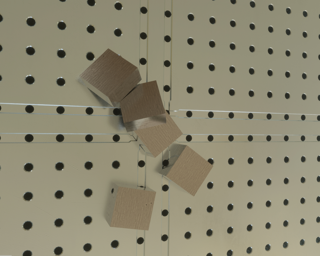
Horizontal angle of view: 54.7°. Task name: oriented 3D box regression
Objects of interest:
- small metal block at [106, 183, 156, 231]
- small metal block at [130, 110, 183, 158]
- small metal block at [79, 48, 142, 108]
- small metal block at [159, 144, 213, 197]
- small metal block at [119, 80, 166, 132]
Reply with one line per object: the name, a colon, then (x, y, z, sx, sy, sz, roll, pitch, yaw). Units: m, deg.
small metal block: (-0.037, 0.101, 0.400, 0.050, 0.025, 0.050, 13, 86, -20)
small metal block: (-0.007, 0.004, 0.411, 0.050, 0.025, 0.050, -40, 103, -16)
small metal block: (-0.060, -0.062, 0.378, 0.050, 0.025, 0.050, 36, 75, 22)
small metal block: (0.037, 0.058, 0.428, 0.050, 0.025, 0.050, 38, 78, -16)
small metal block: (-0.023, -0.027, 0.386, 0.050, 0.025, 0.050, -13, 62, -3)
